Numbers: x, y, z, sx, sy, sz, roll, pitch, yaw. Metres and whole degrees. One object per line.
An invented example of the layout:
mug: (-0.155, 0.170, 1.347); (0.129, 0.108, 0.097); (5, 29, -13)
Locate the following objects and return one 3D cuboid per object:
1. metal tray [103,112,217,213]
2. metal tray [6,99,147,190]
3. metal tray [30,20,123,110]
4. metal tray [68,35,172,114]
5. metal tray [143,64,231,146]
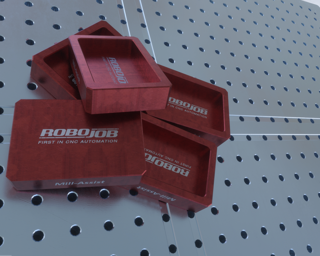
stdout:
metal tray: (0.004, 0.040, 0.381); (0.131, 0.030, 0.090); (23, 54, -14)
metal tray: (-0.084, 0.015, 0.328); (0.131, 0.030, 0.090); (-1, 62, -13)
metal tray: (-0.087, -0.081, 0.406); (0.090, 0.030, 0.131); (42, 51, 2)
metal tray: (-0.052, -0.068, 0.363); (0.091, 0.030, 0.130); (-5, 40, -22)
metal tray: (0.036, -0.032, 0.441); (0.131, 0.030, 0.090); (17, 56, -19)
